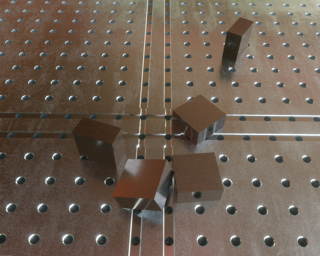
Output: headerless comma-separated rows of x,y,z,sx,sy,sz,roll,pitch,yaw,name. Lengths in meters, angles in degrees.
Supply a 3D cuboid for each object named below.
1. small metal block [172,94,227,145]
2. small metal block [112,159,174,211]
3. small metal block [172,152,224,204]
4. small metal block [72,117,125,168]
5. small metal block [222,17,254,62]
0.052,-0.013,0.419,0.050,0.025,0.050,-31,57,-24,small metal block
-0.017,0.062,0.344,0.050,0.025,0.050,-2,47,26,small metal block
0.042,0.057,0.360,0.050,0.025,0.050,-4,50,-4,small metal block
-0.073,0.018,0.375,0.050,0.050,0.025,16,52,12,small metal block
0.130,-0.148,0.517,0.025,0.050,0.050,27,55,20,small metal block
